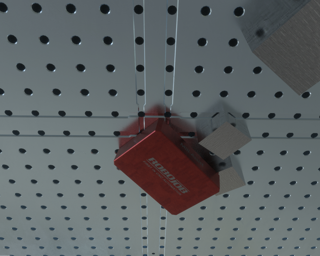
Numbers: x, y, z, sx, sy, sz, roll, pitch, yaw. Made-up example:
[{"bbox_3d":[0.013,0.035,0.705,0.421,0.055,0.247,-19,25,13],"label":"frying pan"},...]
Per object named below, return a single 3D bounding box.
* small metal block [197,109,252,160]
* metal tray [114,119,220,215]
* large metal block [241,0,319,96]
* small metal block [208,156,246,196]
[{"bbox_3d":[0.087,0.010,0.422,0.050,0.025,0.050,33,122,-25],"label":"small metal block"},{"bbox_3d":[0.011,0.060,0.442,0.090,0.030,0.130,-37,110,26],"label":"metal tray"},{"bbox_3d":[0.146,-0.094,0.318,0.080,0.050,0.080,33,123,-25],"label":"large metal block"},{"bbox_3d":[0.096,0.073,0.476,0.050,0.025,0.050,-26,126,20],"label":"small metal block"}]
